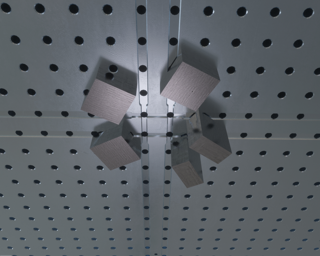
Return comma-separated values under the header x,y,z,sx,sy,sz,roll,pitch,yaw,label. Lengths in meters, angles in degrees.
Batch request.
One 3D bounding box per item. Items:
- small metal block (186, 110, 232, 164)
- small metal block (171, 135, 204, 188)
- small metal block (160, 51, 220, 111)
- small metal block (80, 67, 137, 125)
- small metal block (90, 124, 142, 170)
x,y,z,sx,sy,sz,roll,pitch,yaw,label
0.063,0.012,0.406,0.050,0.050,0.025,30,124,-23,small metal block
0.038,0.047,0.435,0.025,0.050,0.050,-22,127,17,small metal block
0.034,-0.054,0.366,0.050,0.025,0.050,23,126,-19,small metal block
-0.062,-0.038,0.379,0.050,0.025,0.050,23,127,-18,small metal block
-0.061,0.028,0.434,0.050,0.025,0.050,-22,127,17,small metal block
